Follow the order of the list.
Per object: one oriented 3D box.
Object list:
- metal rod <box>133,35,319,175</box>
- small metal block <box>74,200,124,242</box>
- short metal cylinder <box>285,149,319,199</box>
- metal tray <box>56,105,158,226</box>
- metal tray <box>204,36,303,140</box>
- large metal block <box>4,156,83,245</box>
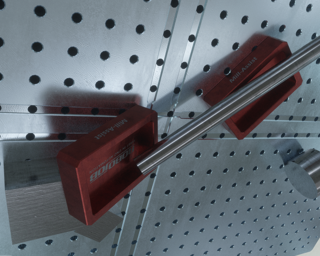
[{"bbox_3d":[0.098,-0.033,0.403,0.301,0.025,0.025,-33,129,-7],"label":"metal rod"},{"bbox_3d":[-0.089,0.130,0.443,0.050,0.025,0.050,-45,129,3],"label":"small metal block"},{"bbox_3d":[0.284,0.086,0.583,0.050,0.080,0.080,-28,128,-11],"label":"short metal cylinder"},{"bbox_3d":[-0.052,0.039,0.363,0.131,0.030,0.089,-37,137,-44],"label":"metal tray"},{"bbox_3d":[0.137,-0.055,0.448,0.130,0.030,0.090,-44,129,2],"label":"metal tray"},{"bbox_3d":[-0.138,0.083,0.371,0.081,0.050,0.079,-6,121,-25],"label":"large metal block"}]
